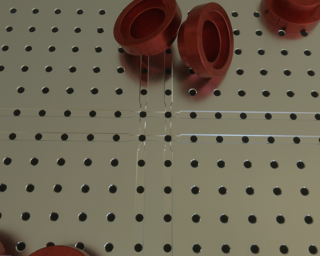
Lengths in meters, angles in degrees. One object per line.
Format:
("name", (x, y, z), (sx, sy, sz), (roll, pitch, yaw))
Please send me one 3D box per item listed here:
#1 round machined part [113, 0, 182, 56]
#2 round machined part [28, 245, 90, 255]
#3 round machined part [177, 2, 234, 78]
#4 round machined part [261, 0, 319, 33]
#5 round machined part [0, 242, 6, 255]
("round machined part", (-0.014, -0.142, 0.441), (0.098, 0.042, 0.098), (-13, 58, 23))
("round machined part", (-0.110, 0.179, 0.336), (0.099, 0.042, 0.098), (0, 70, -1))
("round machined part", (0.060, -0.118, 0.427), (0.042, 0.098, 0.098), (4, 65, 39))
("round machined part", (0.212, -0.201, 0.479), (0.099, 0.042, 0.098), (0, 70, -1))
("round machined part", (-0.217, 0.161, 0.341), (0.099, 0.042, 0.098), (0, 70, -1))
